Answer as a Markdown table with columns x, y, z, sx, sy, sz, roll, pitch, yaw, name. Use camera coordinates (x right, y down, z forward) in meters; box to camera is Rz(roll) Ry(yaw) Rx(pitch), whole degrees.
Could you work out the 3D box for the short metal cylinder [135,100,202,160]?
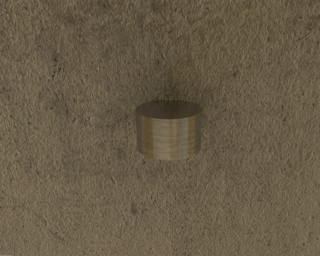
| x | y | z | sx | sy | sz | roll | pitch | yaw | name |
| --- | --- | --- | --- | --- | --- | --- | --- | --- | --- |
| 0.011 | 0.000 | 0.382 | 0.081 | 0.080 | 0.050 | -1 | 110 | 0 | short metal cylinder |
